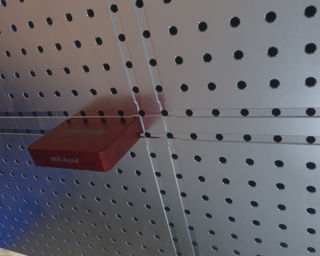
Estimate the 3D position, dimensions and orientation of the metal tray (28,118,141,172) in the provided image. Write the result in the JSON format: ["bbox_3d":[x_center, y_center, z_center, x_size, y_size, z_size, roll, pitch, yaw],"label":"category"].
[{"bbox_3d":[-0.105,0.020,0.434,0.130,0.090,0.030,0,119,27],"label":"metal tray"}]
